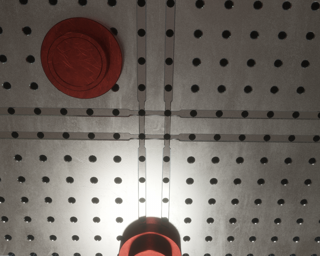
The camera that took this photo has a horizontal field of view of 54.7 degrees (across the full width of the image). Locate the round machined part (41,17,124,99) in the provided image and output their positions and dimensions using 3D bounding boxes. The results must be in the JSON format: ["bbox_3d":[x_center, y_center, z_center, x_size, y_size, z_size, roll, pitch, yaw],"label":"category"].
[{"bbox_3d":[-0.094,-0.082,0.373,0.099,0.042,0.097,0,110,-1],"label":"round machined part"}]

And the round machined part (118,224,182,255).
[{"bbox_3d":[-0.015,0.202,0.479,0.099,0.042,0.097,0,110,-1],"label":"round machined part"}]
